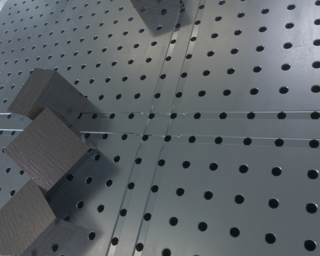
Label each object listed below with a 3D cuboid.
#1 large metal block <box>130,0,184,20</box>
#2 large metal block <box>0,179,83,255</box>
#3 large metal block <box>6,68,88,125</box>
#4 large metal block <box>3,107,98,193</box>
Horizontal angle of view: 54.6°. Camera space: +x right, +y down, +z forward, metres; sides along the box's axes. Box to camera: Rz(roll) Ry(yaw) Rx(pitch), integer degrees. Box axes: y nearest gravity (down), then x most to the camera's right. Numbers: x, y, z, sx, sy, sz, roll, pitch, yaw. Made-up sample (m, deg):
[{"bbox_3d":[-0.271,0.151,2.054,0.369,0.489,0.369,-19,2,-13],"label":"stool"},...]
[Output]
[{"bbox_3d":[-0.006,-0.251,0.550,0.080,0.050,0.080,-13,56,21],"label":"large metal block"},{"bbox_3d":[-0.162,0.125,0.402,0.080,0.050,0.080,-47,51,-4],"label":"large metal block"},{"bbox_3d":[-0.173,-0.036,0.488,0.050,0.080,0.080,12,68,34],"label":"large metal block"},{"bbox_3d":[-0.148,0.030,0.429,0.080,0.050,0.080,43,86,4],"label":"large metal block"}]
